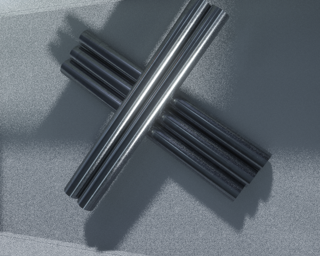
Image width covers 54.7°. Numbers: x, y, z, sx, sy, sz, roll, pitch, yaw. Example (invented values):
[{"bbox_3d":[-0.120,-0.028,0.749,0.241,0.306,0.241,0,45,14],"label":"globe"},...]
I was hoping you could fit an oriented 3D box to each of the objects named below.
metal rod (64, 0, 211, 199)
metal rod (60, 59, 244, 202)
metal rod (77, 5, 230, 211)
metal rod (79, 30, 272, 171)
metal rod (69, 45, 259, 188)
[{"bbox_3d":[-0.035,-0.030,0.395,0.025,0.025,0.299,39,102,16],"label":"metal rod"},{"bbox_3d":[-0.021,-0.005,0.416,0.300,0.025,0.025,36,102,16],"label":"metal rod"},{"bbox_3d":[-0.015,-0.016,0.388,0.025,0.025,0.299,39,102,16],"label":"metal rod"},{"bbox_3d":[0.009,-0.045,0.406,0.300,0.025,0.025,36,102,16],"label":"metal rod"},{"bbox_3d":[-0.006,-0.024,0.411,0.300,0.025,0.025,36,102,16],"label":"metal rod"}]
